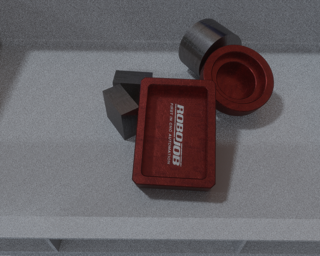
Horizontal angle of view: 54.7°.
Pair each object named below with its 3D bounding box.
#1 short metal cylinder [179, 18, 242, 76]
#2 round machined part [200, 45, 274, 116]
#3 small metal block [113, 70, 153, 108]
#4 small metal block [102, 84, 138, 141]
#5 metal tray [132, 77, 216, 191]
[{"bbox_3d":[0.076,-0.116,0.468,0.081,0.080,0.050,-27,54,-21],"label":"short metal cylinder"},{"bbox_3d":[0.103,-0.063,0.432,0.099,0.042,0.098,2,74,-8],"label":"round machined part"},{"bbox_3d":[-0.036,-0.052,0.432,0.050,0.050,0.025,4,50,3],"label":"small metal block"},{"bbox_3d":[-0.049,-0.021,0.406,0.025,0.050,0.050,-27,55,-21],"label":"small metal block"},{"bbox_3d":[0.019,0.006,0.367,0.091,0.030,0.130,3,72,2],"label":"metal tray"}]
